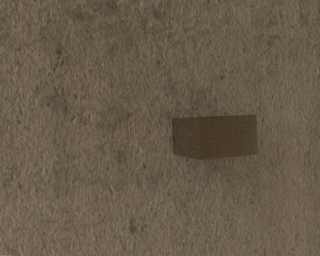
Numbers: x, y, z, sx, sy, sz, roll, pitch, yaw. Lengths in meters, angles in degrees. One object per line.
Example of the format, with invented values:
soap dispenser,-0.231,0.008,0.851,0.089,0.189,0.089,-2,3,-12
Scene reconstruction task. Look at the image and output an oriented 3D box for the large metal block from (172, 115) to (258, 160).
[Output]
large metal block,0.069,0.010,0.407,0.081,0.080,0.050,-3,91,-20
